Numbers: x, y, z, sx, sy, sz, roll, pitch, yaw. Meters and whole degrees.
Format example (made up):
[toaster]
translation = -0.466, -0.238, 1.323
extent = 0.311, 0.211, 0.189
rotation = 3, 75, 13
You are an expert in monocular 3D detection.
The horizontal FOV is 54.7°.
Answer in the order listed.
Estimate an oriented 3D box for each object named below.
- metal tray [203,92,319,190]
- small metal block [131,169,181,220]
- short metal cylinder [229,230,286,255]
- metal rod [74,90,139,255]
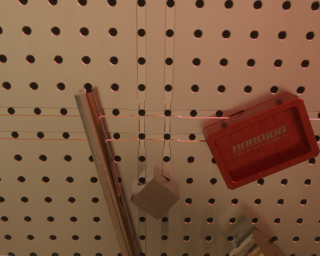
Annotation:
[metal tray]
translation = 0.136, 0.019, 0.419
extent = 0.130, 0.030, 0.090
rotation = -24, 109, 8
[small metal block]
translation = -0.006, 0.097, 0.449
extent = 0.050, 0.025, 0.050
rotation = 38, 105, -13
[short metal cylinder]
translation = 0.151, 0.201, 0.460
extent = 0.080, 0.080, 0.050
rotation = 37, 106, -13
[metal rod]
translation = -0.069, 0.092, 0.446
extent = 0.025, 0.025, 0.298
rotation = -11, 110, 3
